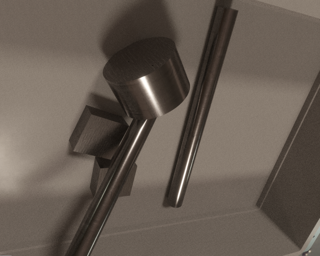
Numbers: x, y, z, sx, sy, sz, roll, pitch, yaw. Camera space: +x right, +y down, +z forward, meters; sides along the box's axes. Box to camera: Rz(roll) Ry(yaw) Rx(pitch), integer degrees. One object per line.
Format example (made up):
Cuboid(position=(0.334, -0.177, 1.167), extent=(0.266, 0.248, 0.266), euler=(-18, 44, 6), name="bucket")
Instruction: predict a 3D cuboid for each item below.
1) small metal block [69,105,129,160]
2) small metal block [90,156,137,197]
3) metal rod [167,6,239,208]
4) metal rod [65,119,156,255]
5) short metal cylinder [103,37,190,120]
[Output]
Cuboid(position=(-0.074, 0.006, 0.373), extent=(0.050, 0.025, 0.050), euler=(19, 108, -36), name="small metal block")
Cuboid(position=(-0.063, 0.066, 0.417), extent=(0.050, 0.025, 0.050), euler=(0, 118, -29), name="small metal block")
Cuboid(position=(0.052, -0.011, 0.431), extent=(0.025, 0.025, 0.298), euler=(-2, 120, -28), name="metal rod")
Cuboid(position=(-0.064, 0.085, 0.351), extent=(0.025, 0.025, 0.299), euler=(35, 74, -39), name="metal rod")
Cuboid(position=(-0.013, -0.054, 0.333), extent=(0.080, 0.080, 0.050), euler=(-32, 129, -8), name="short metal cylinder")
